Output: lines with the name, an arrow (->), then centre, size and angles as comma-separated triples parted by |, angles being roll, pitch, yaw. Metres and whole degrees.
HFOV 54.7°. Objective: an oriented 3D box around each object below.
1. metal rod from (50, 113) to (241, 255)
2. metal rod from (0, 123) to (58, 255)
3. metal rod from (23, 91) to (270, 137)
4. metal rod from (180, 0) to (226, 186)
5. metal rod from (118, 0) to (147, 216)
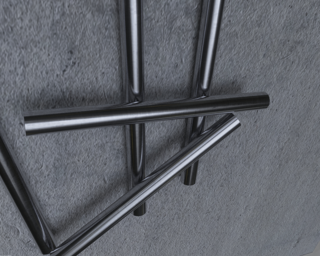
metal rod -> -0.017, 0.080, 0.412 | 0.301, 0.025, 0.025 | -38, 129, -3
metal rod -> -0.168, 0.040, 0.339 | 0.025, 0.025, 0.298 | -20, 126, -17
metal rod -> 0.005, -0.021, 0.362 | 0.303, 0.025, 0.025 | -7, 122, -25
metal rod -> 0.054, -0.048, 0.406 | 0.025, 0.025, 0.298 | -10, 123, -23
metal rod -> -0.031, -0.004, 0.387 | 0.025, 0.025, 0.298 | -13, 124, -21
